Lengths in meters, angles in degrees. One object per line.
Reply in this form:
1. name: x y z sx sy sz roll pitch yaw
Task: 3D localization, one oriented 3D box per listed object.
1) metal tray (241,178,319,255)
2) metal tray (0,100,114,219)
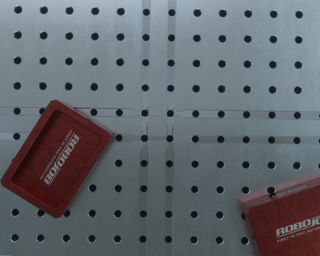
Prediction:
1. metal tray: 0.186 0.127 0.412 0.131 0.030 0.090 -18 90 0
2. metal tray: -0.133 0.040 0.410 0.090 0.030 0.130 32 90 0
